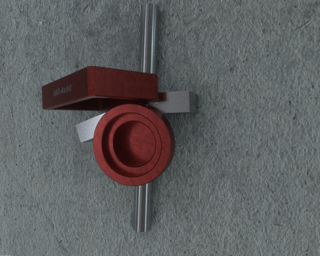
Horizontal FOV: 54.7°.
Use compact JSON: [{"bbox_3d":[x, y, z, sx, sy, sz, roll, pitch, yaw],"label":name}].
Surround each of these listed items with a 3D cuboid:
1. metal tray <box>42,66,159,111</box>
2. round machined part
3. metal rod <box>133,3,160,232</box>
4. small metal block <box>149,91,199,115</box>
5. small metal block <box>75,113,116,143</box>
[{"bbox_3d":[-0.076,-0.043,0.377,0.130,0.091,0.030,-5,87,49],"label":"metal tray"},{"bbox_3d":[-0.028,0.018,0.381,0.098,0.042,0.097,1,94,17],"label":"round machined part"},{"bbox_3d":[-0.018,-0.013,0.416,0.025,0.025,0.298,2,91,19],"label":"metal rod"},{"bbox_3d":[0.019,-0.030,0.390,0.050,0.050,0.025,-2,90,19],"label":"small metal block"},{"bbox_3d":[-0.077,-0.001,0.423,0.050,0.050,0.025,-20,84,18],"label":"small metal block"}]
